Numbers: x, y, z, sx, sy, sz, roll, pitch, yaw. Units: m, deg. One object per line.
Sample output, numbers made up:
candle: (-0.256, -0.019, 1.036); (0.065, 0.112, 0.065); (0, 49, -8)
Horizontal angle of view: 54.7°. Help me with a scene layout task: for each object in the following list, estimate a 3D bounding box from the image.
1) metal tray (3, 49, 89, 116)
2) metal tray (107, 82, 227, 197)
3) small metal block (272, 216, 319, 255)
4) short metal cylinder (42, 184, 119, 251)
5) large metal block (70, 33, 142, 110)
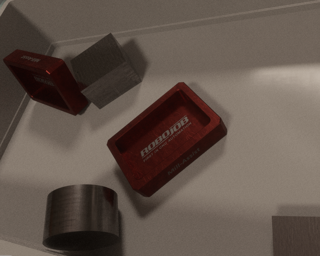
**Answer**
metal tray: (-0.185, -0.075, 0.501); (0.130, 0.090, 0.030); (18, 56, 34)
metal tray: (0.006, 0.012, 0.390); (0.130, 0.030, 0.090); (-39, 51, 1)
small metal block: (0.128, 0.106, 0.273); (0.050, 0.025, 0.050); (-6, 59, 24)
short metal cylinder: (-0.088, 0.104, 0.352); (0.080, 0.080, 0.050); (-19, 55, 17)
large metal block: (-0.086, -0.090, 0.488); (0.080, 0.050, 0.080); (-33, 52, 6)
